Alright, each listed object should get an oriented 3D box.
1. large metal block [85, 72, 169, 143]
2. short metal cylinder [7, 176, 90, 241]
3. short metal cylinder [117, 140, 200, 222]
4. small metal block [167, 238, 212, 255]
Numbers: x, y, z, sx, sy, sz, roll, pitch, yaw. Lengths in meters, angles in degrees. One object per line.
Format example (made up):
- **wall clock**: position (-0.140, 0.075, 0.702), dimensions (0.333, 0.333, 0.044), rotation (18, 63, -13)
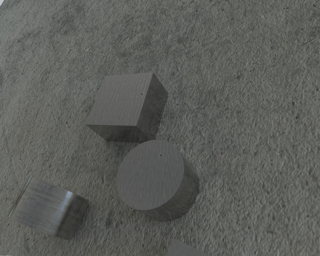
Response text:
- **large metal block**: position (-0.043, -0.027, 0.427), dimensions (0.080, 0.050, 0.080), rotation (2, 62, 29)
- **short metal cylinder**: position (-0.135, 0.098, 0.379), dimensions (0.080, 0.080, 0.050), rotation (10, 67, 32)
- **short metal cylinder**: position (-0.001, 0.060, 0.352), dimensions (0.080, 0.050, 0.080), rotation (-13, 56, 21)
- **small metal block**: position (0.029, 0.143, 0.301), dimensions (0.050, 0.025, 0.050), rotation (13, 68, 33)
